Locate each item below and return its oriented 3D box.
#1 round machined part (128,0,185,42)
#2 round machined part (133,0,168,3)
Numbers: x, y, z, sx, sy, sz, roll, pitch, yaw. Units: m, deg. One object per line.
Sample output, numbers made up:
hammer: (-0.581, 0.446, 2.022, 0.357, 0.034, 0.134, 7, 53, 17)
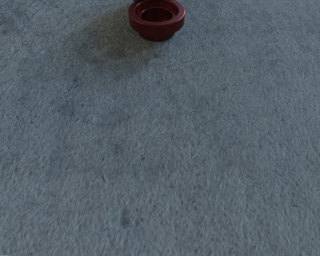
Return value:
round machined part: (-0.006, -0.191, 0.553, 0.099, 0.042, 0.098, 0, 50, 0)
round machined part: (-0.018, -0.267, 0.598, 0.099, 0.042, 0.098, 0, 17, 0)
